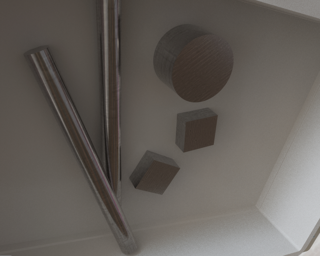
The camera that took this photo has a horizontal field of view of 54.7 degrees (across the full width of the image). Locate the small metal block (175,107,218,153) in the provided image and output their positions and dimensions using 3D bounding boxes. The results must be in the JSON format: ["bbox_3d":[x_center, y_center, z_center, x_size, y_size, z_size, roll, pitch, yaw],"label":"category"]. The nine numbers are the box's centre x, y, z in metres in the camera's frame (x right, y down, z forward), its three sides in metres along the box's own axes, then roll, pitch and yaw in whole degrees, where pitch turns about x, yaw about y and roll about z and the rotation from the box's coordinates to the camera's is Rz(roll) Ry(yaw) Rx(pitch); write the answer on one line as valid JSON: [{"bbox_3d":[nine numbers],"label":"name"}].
[{"bbox_3d":[0.051,0.002,0.440,0.050,0.025,0.050,-12,124,-22],"label":"small metal block"}]

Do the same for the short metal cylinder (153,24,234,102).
[{"bbox_3d":[0.039,-0.077,0.368,0.081,0.050,0.079,-14,125,-21],"label":"short metal cylinder"}]

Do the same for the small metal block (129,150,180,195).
[{"bbox_3d":[-0.008,0.065,0.447,0.050,0.025,0.050,22,106,-37],"label":"small metal block"}]

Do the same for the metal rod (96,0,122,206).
[{"bbox_3d":[-0.058,-0.019,0.366,0.025,0.025,0.298,-10,123,-23],"label":"metal rod"}]

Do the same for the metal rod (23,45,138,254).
[{"bbox_3d":[-0.082,0.048,0.373,0.025,0.025,0.298,-25,121,-14],"label":"metal rod"}]
